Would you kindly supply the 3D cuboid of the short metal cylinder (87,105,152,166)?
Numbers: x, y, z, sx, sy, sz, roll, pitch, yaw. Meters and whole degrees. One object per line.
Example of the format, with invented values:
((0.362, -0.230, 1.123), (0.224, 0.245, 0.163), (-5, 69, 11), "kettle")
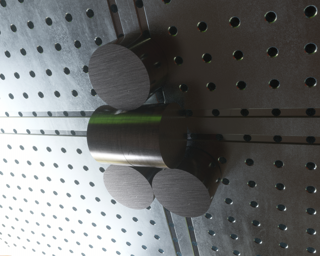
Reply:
((-0.050, 0.009, 0.406), (0.050, 0.080, 0.080), (0, 119, 28), "short metal cylinder")

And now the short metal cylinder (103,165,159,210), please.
((-0.035, 0.072, 0.455), (0.080, 0.050, 0.079), (13, 124, 20), "short metal cylinder")

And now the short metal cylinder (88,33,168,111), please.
((-0.037, -0.068, 0.371), (0.080, 0.050, 0.079), (13, 124, 20), "short metal cylinder")

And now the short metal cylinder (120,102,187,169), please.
((-0.005, 0.009, 0.383), (0.050, 0.080, 0.080), (0, 119, 28), "short metal cylinder")

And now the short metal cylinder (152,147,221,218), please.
((0.036, 0.073, 0.418), (0.080, 0.050, 0.079), (13, 124, 20), "short metal cylinder")
